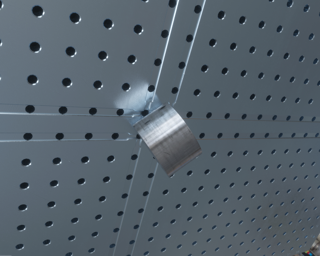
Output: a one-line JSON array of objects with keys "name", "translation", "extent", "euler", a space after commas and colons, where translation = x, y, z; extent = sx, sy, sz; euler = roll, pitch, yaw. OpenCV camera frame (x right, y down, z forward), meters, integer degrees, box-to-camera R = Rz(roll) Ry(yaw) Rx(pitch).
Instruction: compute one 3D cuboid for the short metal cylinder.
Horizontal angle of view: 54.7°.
[{"name": "short metal cylinder", "translation": [0.008, 0.015, 0.390], "extent": [0.050, 0.080, 0.080], "euler": [-35, 129, -6]}]
